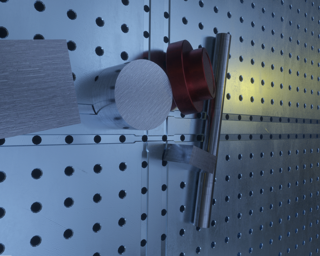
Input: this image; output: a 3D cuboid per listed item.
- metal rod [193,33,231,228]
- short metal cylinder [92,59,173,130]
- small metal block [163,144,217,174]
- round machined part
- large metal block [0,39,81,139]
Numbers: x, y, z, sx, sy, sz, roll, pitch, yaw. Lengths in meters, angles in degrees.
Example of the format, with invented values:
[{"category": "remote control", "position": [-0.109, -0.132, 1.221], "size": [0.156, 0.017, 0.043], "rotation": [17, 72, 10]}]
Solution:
[{"category": "metal rod", "position": [0.082, 0.000, 0.480], "size": [0.025, 0.025, 0.298], "rotation": [13, 82, -40]}, {"category": "short metal cylinder", "position": [-0.032, -0.037, 0.367], "size": [0.081, 0.050, 0.079], "rotation": [-1, 91, -39]}, {"category": "small metal block", "position": [0.042, 0.043, 0.430], "size": [0.050, 0.050, 0.025], "rotation": [26, 74, -37]}, {"category": "round machined part", "position": [0.045, -0.069, 0.410], "size": [0.098, 0.042, 0.097], "rotation": [-10, 90, -70]}, {"category": "large metal block", "position": [-0.128, -0.036, 0.286], "size": [0.081, 0.050, 0.079], "rotation": [-14, 99, -39]}]
